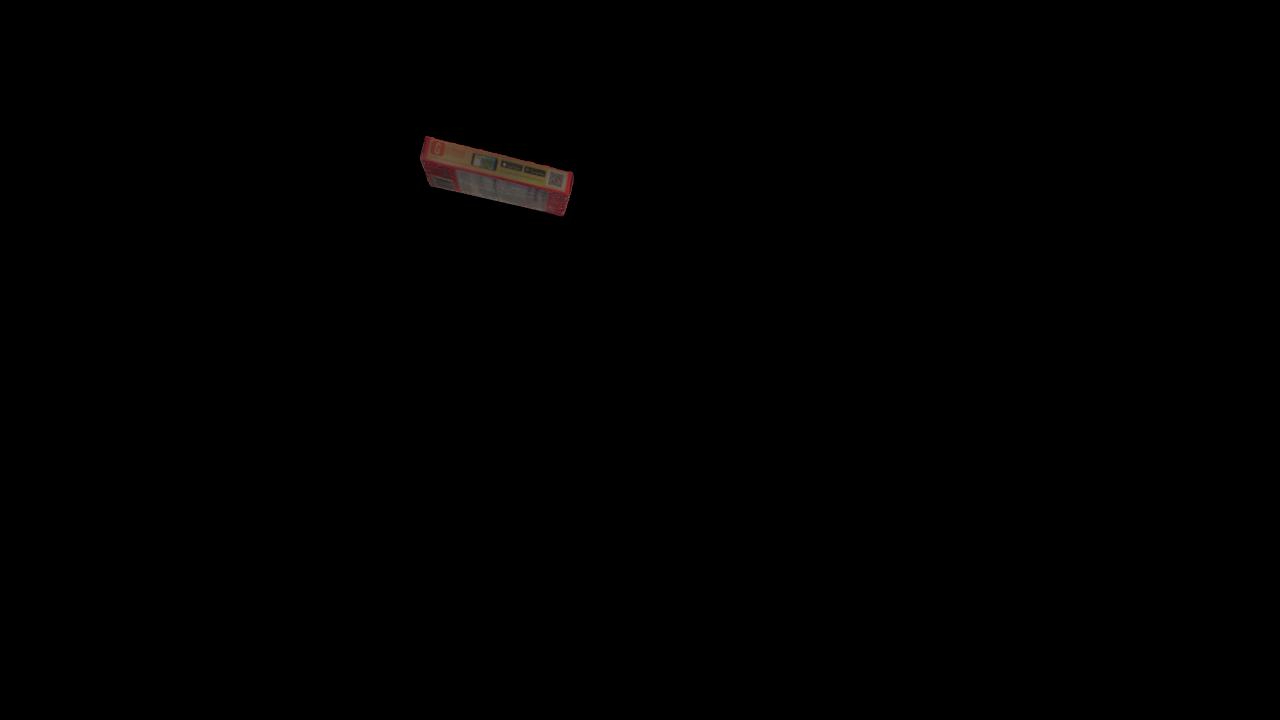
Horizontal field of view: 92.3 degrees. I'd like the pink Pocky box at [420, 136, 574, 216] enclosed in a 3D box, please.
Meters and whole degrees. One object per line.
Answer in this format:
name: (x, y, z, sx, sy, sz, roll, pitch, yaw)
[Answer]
pink Pocky box: (-0.153, -0.197, 0.670, 0.155, 0.029, 0.084, 11, -5, -11)
